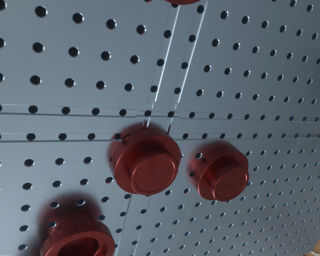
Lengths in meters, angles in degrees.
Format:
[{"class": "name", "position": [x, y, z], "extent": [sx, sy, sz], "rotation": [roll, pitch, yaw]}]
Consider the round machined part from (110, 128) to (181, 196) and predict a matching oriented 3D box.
[{"class": "round machined part", "position": [-0.014, 0.053, 0.424], "extent": [0.099, 0.042, 0.097], "rotation": [-14, 124, -21]}]

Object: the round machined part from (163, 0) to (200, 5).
[{"class": "round machined part", "position": [0.017, -0.175, 0.301], "extent": [0.099, 0.042, 0.097], "rotation": [-14, 124, -21]}]

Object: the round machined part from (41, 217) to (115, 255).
[{"class": "round machined part", "position": [-0.117, 0.167, 0.439], "extent": [0.099, 0.042, 0.097], "rotation": [-14, 124, -21]}]

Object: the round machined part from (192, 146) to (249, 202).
[{"class": "round machined part", "position": [0.105, 0.081, 0.507], "extent": [0.099, 0.042, 0.097], "rotation": [-14, 124, -21]}]
